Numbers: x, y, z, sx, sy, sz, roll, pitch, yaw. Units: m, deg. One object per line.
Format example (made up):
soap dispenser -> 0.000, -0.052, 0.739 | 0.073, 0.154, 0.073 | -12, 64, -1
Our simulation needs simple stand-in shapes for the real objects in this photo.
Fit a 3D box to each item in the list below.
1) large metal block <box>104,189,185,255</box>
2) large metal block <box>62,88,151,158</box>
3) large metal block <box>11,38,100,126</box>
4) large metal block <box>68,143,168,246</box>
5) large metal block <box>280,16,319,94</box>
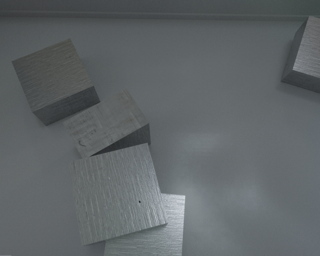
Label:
large metal block -> -0.016, 0.117, 0.353 | 0.080, 0.050, 0.080 | 5, 70, 1
large metal block -> -0.059, 0.007, 0.377 | 0.080, 0.080, 0.050 | -30, 73, -11
large metal block -> -0.137, -0.061, 0.417 | 0.080, 0.050, 0.080 | -25, 72, -9
large metal block -> -0.041, 0.069, 0.318 | 0.081, 0.050, 0.080 | -14, 71, -5
large metal block -> 0.225, -0.096, 0.427 | 0.080, 0.050, 0.080 | 19, 82, 6
